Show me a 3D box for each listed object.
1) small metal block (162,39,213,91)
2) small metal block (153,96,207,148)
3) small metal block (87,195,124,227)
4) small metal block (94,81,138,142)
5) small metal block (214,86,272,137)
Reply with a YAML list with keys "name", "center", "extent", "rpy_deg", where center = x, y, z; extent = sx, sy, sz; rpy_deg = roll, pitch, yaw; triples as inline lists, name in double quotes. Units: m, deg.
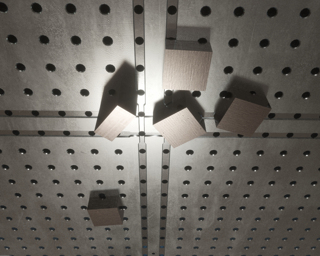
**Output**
- name: "small metal block"
  center: [0.029, -0.071, 0.352]
  extent: [0.050, 0.025, 0.050]
  rpy_deg: [2, 130, -3]
- name: "small metal block"
  center: [0.025, -0.007, 0.407]
  extent: [0.050, 0.025, 0.050]
  rpy_deg: [-27, 125, 21]
- name: "small metal block"
  center: [-0.092, 0.143, 0.532]
  extent: [0.050, 0.025, 0.050]
  rpy_deg: [-5, 130, 3]
- name: "small metal block"
  center: [-0.053, -0.020, 0.377]
  extent: [0.025, 0.050, 0.050]
  rpy_deg: [31, 123, -24]
- name: "small metal block"
  center: [0.104, -0.020, 0.397]
  extent: [0.050, 0.025, 0.050]
  rpy_deg: [15, 128, -13]
